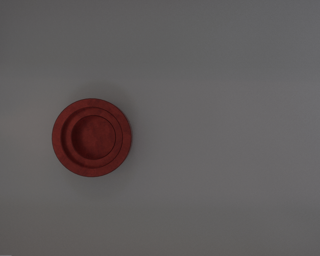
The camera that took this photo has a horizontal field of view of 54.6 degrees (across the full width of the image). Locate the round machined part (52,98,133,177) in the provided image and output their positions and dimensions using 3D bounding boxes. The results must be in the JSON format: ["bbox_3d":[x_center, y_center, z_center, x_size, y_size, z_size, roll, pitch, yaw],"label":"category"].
[{"bbox_3d":[-0.084,0.012,0.402,0.099,0.042,0.097,0,90,0],"label":"round machined part"}]
